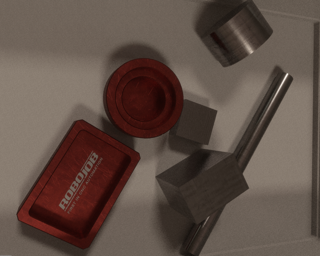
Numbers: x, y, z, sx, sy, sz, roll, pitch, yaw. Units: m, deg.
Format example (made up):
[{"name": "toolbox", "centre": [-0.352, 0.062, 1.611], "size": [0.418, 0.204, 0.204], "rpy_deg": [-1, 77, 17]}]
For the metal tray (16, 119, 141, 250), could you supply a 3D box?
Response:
[{"name": "metal tray", "centre": [-0.095, 0.066, 0.373], "size": [0.090, 0.030, 0.130], "rpy_deg": [33, 79, -17]}]

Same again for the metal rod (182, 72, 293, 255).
[{"name": "metal rod", "centre": [0.119, 0.045, 0.456], "size": [0.025, 0.025, 0.300], "rpy_deg": [35, 78, -17]}]

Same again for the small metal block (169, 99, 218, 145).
[{"name": "small metal block", "centre": [0.046, -0.008, 0.429], "size": [0.050, 0.025, 0.050], "rpy_deg": [18, 84, -20]}]

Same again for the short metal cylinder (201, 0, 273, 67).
[{"name": "short metal cylinder", "centre": [0.104, -0.128, 0.421], "size": [0.080, 0.080, 0.050], "rpy_deg": [-44, 104, -15]}]

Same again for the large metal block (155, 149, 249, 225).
[{"name": "large metal block", "centre": [0.052, 0.070, 0.402], "size": [0.080, 0.080, 0.050], "rpy_deg": [-29, 100, -18]}]

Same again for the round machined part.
[{"name": "round machined part", "centre": [-0.023, -0.036, 0.394], "size": [0.099, 0.042, 0.097], "rpy_deg": [0, 90, -21]}]
